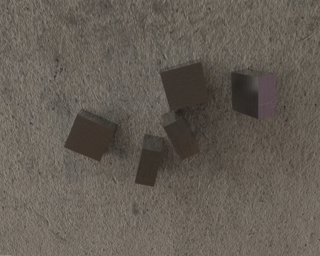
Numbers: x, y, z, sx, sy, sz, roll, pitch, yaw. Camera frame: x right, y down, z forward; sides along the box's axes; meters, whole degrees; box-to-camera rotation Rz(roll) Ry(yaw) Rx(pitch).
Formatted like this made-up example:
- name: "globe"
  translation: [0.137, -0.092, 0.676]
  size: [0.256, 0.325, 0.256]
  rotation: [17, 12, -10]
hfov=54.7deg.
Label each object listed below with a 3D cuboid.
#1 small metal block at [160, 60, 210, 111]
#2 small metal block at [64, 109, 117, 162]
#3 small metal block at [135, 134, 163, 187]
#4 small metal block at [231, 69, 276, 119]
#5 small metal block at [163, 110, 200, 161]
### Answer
- name: "small metal block"
  translation: [0.031, -0.054, 0.390]
  size: [0.050, 0.025, 0.050]
  rotation: [-14, 110, 5]
- name: "small metal block"
  translation: [-0.092, 0.010, 0.412]
  size: [0.050, 0.025, 0.050]
  rotation: [24, 108, -9]
- name: "small metal block"
  translation: [-0.015, 0.042, 0.412]
  size: [0.025, 0.050, 0.050]
  rotation: [12, 110, -5]
- name: "small metal block"
  translation: [0.113, -0.043, 0.378]
  size: [0.025, 0.050, 0.050]
  rotation: [-15, 112, -20]
- name: "small metal block"
  translation: [0.027, 0.006, 0.399]
  size: [0.025, 0.050, 0.050]
  rotation: [-27, 108, 9]
